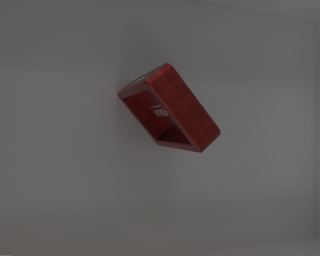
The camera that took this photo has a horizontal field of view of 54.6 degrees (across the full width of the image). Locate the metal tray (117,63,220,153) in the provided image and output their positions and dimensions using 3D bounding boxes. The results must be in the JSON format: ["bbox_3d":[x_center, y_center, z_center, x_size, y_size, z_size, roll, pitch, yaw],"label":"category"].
[{"bbox_3d":[0.003,-0.019,0.356,0.030,0.130,0.090,-42,104,-15],"label":"metal tray"}]
